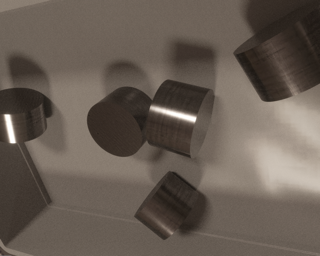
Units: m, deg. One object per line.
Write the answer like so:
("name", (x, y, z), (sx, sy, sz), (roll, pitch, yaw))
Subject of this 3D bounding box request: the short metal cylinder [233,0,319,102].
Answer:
("short metal cylinder", (0.113, -0.066, 0.272), (0.080, 0.080, 0.050), (-26, 104, 37))

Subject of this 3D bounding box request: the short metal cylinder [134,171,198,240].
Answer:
("short metal cylinder", (0.009, 0.107, 0.433), (0.050, 0.080, 0.080), (39, 129, 2))

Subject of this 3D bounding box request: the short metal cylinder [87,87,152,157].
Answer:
("short metal cylinder", (-0.048, -0.009, 0.411), (0.080, 0.050, 0.079), (13, 124, 20))

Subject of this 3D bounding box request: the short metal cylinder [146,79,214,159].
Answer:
("short metal cylinder", (0.025, -0.011, 0.352), (0.050, 0.080, 0.079), (16, 125, 18))

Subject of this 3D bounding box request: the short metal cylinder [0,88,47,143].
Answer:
("short metal cylinder", (-0.217, -0.021, 0.472), (0.080, 0.080, 0.050), (19, 126, 17))
